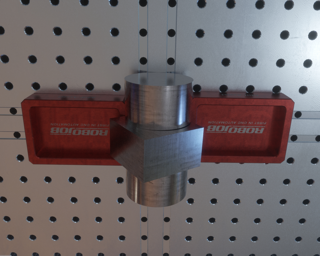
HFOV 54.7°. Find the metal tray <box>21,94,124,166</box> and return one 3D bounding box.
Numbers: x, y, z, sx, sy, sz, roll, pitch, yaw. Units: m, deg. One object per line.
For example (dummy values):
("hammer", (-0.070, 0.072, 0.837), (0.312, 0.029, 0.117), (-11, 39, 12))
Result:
("metal tray", (-0.107, 0.003, 0.410), (0.131, 0.030, 0.089), (1, 110, -1))

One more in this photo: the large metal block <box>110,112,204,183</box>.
("large metal block", (-0.006, 0.017, 0.375), (0.081, 0.080, 0.050), (-11, 114, -33))

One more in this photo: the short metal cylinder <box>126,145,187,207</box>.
("short metal cylinder", (-0.004, 0.059, 0.405), (0.081, 0.080, 0.050), (2, 110, -1))

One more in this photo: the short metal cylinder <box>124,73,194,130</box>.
("short metal cylinder", (-0.002, -0.035, 0.371), (0.081, 0.080, 0.050), (1, 110, -1))

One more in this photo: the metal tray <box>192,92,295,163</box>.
("metal tray", (0.102, 0.000, 0.411), (0.131, 0.030, 0.089), (1, 110, -1))
